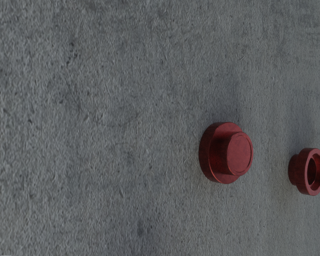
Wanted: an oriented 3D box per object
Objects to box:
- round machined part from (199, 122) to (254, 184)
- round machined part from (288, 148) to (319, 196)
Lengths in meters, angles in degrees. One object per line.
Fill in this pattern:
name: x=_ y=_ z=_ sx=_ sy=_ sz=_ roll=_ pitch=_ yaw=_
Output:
round machined part: x=0.109 y=0.039 z=0.485 sx=0.099 sy=0.042 sz=0.097 roll=0 pitch=90 yaw=-40
round machined part: x=0.305 y=0.090 z=0.649 sx=0.099 sy=0.042 sz=0.097 roll=0 pitch=90 yaw=-40
